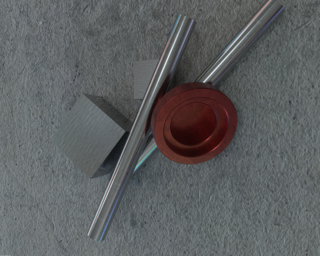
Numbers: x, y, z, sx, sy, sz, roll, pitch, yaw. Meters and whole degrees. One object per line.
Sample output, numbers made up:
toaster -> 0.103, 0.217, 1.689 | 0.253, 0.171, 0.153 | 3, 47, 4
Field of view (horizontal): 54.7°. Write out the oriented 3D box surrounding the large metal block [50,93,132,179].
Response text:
large metal block -> -0.087, 0.010, 0.425 | 0.080, 0.050, 0.080 | 40, 102, 15

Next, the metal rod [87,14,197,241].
metal rod -> -0.026, 0.006, 0.389 | 0.025, 0.025, 0.298 | 26, 98, 18

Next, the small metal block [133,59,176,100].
small metal block -> -0.007, -0.063, 0.411 | 0.050, 0.025, 0.050 | -1, 90, 19

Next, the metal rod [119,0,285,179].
metal rod -> 0.039, -0.036, 0.394 | 0.025, 0.025, 0.299 | 45, 103, 14

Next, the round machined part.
round machined part -> 0.038, -0.009, 0.369 | 0.099, 0.042, 0.097 | -5, 118, -10
